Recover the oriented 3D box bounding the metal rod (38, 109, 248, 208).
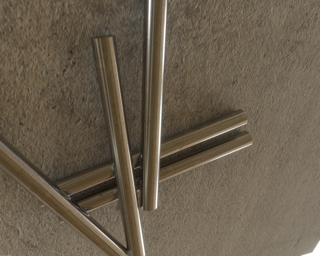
[{"bbox_3d":[-0.013,0.035,0.420,0.302,0.025,0.025,-21,126,-16],"label":"metal rod"}]

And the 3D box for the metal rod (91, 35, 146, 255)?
[{"bbox_3d":[-0.046,0.042,0.378,0.025,0.025,0.298,-15,116,-20],"label":"metal rod"}]

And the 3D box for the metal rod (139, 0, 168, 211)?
[{"bbox_3d":[-0.009,-0.032,0.361,0.025,0.025,0.298,-8,116,-24],"label":"metal rod"}]

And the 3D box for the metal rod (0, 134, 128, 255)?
[{"bbox_3d":[-0.130,0.071,0.350,0.025,0.025,0.300,-37,121,-3],"label":"metal rod"}]

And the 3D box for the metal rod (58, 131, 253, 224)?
[{"bbox_3d":[0.003,0.064,0.447,0.302,0.025,0.025,-20,126,-17],"label":"metal rod"}]
